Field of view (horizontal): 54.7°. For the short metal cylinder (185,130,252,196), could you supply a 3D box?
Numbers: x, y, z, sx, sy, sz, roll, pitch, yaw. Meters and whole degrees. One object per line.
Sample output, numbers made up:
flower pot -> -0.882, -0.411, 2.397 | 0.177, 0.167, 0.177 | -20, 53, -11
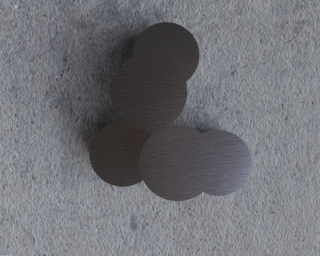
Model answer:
short metal cylinder -> 0.071, 0.042, 0.399 | 0.081, 0.050, 0.080 | 0, 90, 0

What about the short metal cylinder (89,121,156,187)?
short metal cylinder -> -0.045, 0.031, 0.398 | 0.081, 0.050, 0.080 | 0, 90, 0

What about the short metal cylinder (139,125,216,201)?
short metal cylinder -> 0.018, 0.036, 0.348 | 0.081, 0.050, 0.080 | 0, 90, -1

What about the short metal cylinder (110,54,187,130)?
short metal cylinder -> -0.012, -0.038, 0.348 | 0.080, 0.050, 0.080 | 0, 90, 0

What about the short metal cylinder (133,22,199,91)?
short metal cylinder -> 0.007, -0.088, 0.399 | 0.081, 0.050, 0.080 | 0, 90, 0
